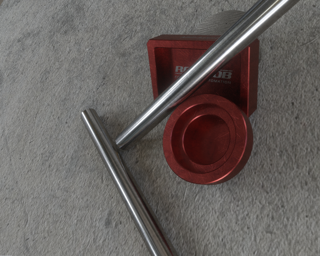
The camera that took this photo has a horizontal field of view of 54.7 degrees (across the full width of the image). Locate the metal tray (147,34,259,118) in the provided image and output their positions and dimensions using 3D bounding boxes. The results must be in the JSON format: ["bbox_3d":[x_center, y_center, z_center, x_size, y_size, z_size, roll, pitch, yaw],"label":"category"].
[{"bbox_3d":[0.049,-0.064,0.375,0.130,0.089,0.030,12,32,33],"label":"metal tray"}]

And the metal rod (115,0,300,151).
[{"bbox_3d":[0.042,-0.059,0.333,0.299,0.025,0.025,-41,45,36],"label":"metal rod"}]

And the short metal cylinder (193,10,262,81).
[{"bbox_3d":[0.088,-0.107,0.407,0.080,0.050,0.080,-13,56,21],"label":"short metal cylinder"}]

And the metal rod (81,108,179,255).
[{"bbox_3d":[-0.039,0.074,0.378,0.025,0.025,0.300,-39,51,2],"label":"metal rod"}]

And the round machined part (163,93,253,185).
[{"bbox_3d":[0.055,0.014,0.344,0.098,0.042,0.098,-9,73,32],"label":"round machined part"}]
